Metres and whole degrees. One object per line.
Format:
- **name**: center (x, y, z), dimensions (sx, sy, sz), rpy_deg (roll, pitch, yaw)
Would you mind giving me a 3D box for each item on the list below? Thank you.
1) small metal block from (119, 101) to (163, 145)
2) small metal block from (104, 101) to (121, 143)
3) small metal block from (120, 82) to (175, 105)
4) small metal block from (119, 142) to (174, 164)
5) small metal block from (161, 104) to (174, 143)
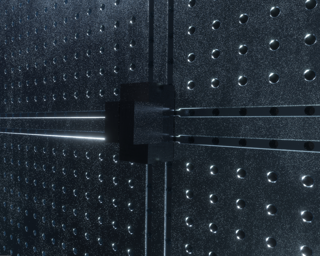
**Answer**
- **small metal block**: center (-0.022, -0.006, 0.380), dimensions (0.025, 0.050, 0.050), rpy_deg (3, 92, 41)
- **small metal block**: center (-0.043, -0.007, 0.396), dimensions (0.025, 0.050, 0.050), rpy_deg (2, 92, 40)
- **small metal block**: center (-0.016, -0.044, 0.407), dimensions (0.050, 0.050, 0.025), rpy_deg (3, 92, 40)
- **small metal block**: center (-0.017, 0.030, 0.408), dimensions (0.050, 0.050, 0.025), rpy_deg (2, 91, 40)
- **small metal block**: center (-0.009, -0.007, 0.417), dimensions (0.050, 0.025, 0.050), rpy_deg (2, 92, 41)
